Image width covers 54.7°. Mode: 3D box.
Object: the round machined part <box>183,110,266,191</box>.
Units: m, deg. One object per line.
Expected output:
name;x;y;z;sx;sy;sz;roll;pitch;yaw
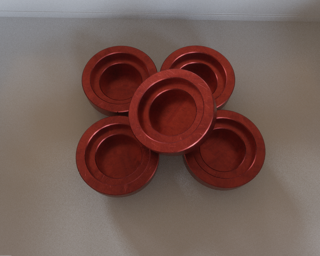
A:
round machined part;0.077;0.030;0.389;0.099;0.042;0.098;0;70;-1

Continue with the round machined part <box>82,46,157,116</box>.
round machined part;-0.052;-0.058;0.419;0.099;0.042;0.098;0;70;-1

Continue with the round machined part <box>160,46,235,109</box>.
round machined part;0.048;-0.059;0.421;0.099;0.042;0.098;0;70;-1

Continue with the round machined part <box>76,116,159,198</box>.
round machined part;-0.050;0.037;0.385;0.099;0.042;0.098;0;70;-1

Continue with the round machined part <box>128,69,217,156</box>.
round machined part;0.017;-0.015;0.359;0.098;0.042;0.098;-5;74;17
